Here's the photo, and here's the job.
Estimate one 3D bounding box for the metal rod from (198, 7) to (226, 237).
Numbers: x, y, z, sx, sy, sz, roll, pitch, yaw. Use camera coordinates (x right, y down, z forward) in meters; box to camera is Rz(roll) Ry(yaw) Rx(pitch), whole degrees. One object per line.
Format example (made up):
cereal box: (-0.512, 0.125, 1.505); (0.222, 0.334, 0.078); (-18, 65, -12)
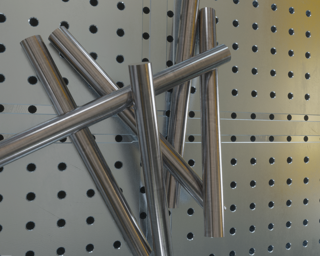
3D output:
metal rod: (0.065, -0.018, 0.400); (0.025, 0.025, 0.299); (6, 75, -20)

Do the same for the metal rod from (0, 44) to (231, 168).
metal rod: (-0.047, -0.031, 0.354); (0.302, 0.025, 0.025); (-26, 99, -16)

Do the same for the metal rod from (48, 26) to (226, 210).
metal rod: (-0.023, -0.002, 0.385); (0.025, 0.025, 0.300); (-44, 97, -15)

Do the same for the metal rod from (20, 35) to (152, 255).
metal rod: (-0.086, 0.032, 0.380); (0.025, 0.025, 0.299); (-28, 100, -18)

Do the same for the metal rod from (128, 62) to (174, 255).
metal rod: (-0.005, 0.073, 0.372); (0.025, 0.025, 0.298); (-13, 109, -20)

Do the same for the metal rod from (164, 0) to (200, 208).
metal rod: (0.028, -0.043, 0.422); (0.025, 0.025, 0.299); (7, 88, -20)
